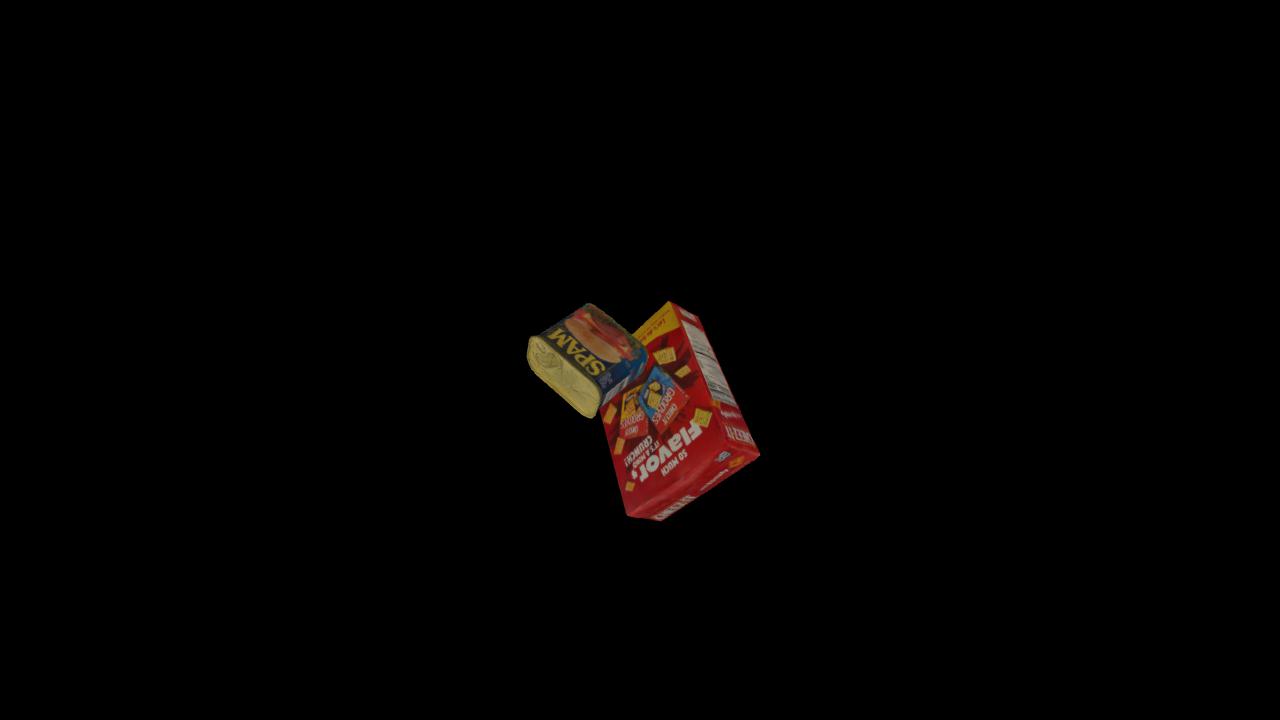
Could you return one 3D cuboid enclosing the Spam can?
[{"bbox_3d":[-0.054,-0.002,0.653,0.085,0.101,0.058,-38,-18,-38],"label":"Spam can"}]

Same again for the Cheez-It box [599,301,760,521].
[{"bbox_3d":[0.033,0.063,0.769,0.071,0.223,0.166,22,-53,-41],"label":"Cheez-It box"}]
